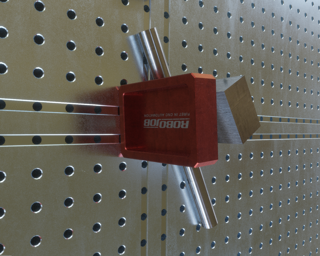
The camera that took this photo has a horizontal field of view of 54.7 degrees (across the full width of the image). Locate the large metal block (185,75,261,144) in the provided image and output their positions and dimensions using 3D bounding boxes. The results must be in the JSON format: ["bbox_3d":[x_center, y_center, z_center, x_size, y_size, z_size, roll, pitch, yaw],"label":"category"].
[{"bbox_3d":[0.087,-0.025,0.449,0.050,0.080,0.080,-37,113,-34],"label":"large metal block"}]

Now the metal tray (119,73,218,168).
[{"bbox_3d":[0.003,-0.008,0.345,0.030,0.130,0.089,-4,93,-40],"label":"metal tray"}]

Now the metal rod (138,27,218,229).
[{"bbox_3d":[0.030,0.011,0.436,0.025,0.025,0.298,-31,109,-36],"label":"metal rod"}]
